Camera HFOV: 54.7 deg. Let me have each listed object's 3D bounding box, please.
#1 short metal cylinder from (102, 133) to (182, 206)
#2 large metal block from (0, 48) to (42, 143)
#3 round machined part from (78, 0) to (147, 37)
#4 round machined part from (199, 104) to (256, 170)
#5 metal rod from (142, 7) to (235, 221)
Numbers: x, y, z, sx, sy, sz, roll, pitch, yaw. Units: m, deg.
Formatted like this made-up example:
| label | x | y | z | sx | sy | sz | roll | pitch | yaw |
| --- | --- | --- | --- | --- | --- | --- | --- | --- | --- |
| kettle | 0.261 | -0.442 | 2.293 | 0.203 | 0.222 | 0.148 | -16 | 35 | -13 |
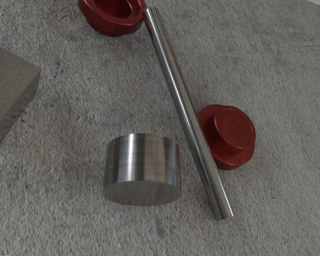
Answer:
| label | x | y | z | sx | sy | sz | roll | pitch | yaw |
| --- | --- | --- | --- | --- | --- | --- | --- | --- | --- |
| short metal cylinder | -0.018 | 0.047 | 0.330 | 0.081 | 0.080 | 0.050 | 13 | 57 | -21 |
| large metal block | -0.181 | -0.039 | 0.314 | 0.080 | 0.050 | 0.080 | 28 | 52 | -11 |
| round machined part | -0.073 | -0.176 | 0.461 | 0.099 | 0.042 | 0.098 | 14 | 56 | -21 |
| round machined part | 0.096 | 0.007 | 0.440 | 0.099 | 0.042 | 0.098 | 14 | 56 | -21 |
| metal rod | 0.033 | -0.028 | 0.413 | 0.025 | 0.025 | 0.299 | -10 | 75 | -33 |
